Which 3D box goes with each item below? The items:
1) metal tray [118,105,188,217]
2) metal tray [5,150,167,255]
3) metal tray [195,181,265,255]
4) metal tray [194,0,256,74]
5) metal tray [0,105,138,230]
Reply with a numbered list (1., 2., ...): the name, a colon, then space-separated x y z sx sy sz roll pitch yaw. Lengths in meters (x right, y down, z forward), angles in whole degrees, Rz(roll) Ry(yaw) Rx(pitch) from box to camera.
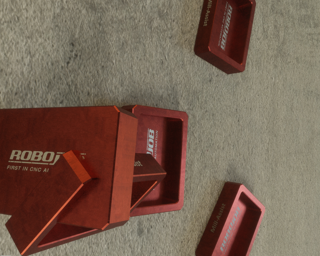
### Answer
1. metal tray: -0.009 0.040 0.393 0.091 0.030 0.129 5 87 -40
2. metal tray: -0.059 0.064 0.288 0.090 0.030 0.131 -48 156 15
3. metal tray: 0.117 0.164 0.499 0.090 0.030 0.130 44 64 -31
4. metal tray: 0.105 -0.161 0.488 0.091 0.030 0.129 20 78 -38
5. metal tray: -0.086 0.029 0.260 0.030 0.130 0.090 24 68 -65
